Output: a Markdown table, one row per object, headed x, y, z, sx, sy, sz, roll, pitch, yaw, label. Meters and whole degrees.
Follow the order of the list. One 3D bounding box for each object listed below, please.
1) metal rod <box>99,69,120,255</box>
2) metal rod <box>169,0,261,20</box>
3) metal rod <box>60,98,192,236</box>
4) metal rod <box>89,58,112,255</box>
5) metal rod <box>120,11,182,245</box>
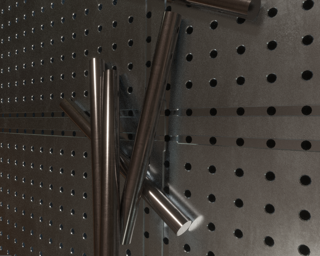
| x | y | z | sx | sy | sz | roll | pitch | yaw | label |
| --- | --- | --- | --- | --- | --- | --- | --- | --- | --- |
| -0.066 | 0.055 | 0.410 | 0.025 | 0.025 | 0.299 | -23 | 60 | 37 | metal rod |
| -0.006 | -0.189 | 0.412 | 0.300 | 0.025 | 0.025 | 31 | 109 | 35 | metal rod |
| -0.067 | 0.041 | 0.461 | 0.300 | 0.025 | 0.025 | 41 | 115 | 32 | metal rod |
| -0.085 | 0.037 | 0.442 | 0.025 | 0.025 | 0.299 | -20 | 67 | 38 | metal rod |
| -0.017 | 0.001 | 0.399 | 0.025 | 0.025 | 0.298 | 14 | 92 | 39 | metal rod |
